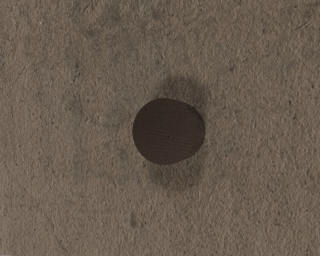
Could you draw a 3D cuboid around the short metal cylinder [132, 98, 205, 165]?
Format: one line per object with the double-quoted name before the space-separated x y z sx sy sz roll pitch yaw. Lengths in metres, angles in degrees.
"short metal cylinder" 0.013 0.004 0.391 0.080 0.050 0.079 0 90 19
